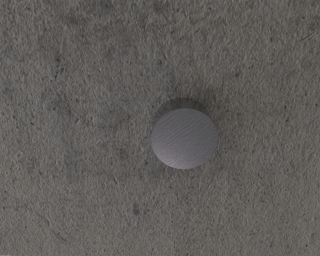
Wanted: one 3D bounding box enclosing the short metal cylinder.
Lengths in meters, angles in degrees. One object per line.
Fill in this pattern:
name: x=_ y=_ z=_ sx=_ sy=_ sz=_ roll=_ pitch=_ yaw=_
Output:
short metal cylinder: x=0.030 y=0.006 z=0.399 sx=0.080 sy=0.050 sz=0.079 roll=0 pitch=110 yaw=0
